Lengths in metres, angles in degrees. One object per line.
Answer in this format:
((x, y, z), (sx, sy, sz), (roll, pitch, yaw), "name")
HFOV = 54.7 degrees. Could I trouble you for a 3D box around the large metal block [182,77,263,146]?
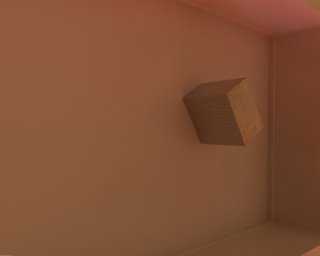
((0.091, -0.022, 0.449), (0.050, 0.080, 0.080), (-38, 114, -34), "large metal block")
